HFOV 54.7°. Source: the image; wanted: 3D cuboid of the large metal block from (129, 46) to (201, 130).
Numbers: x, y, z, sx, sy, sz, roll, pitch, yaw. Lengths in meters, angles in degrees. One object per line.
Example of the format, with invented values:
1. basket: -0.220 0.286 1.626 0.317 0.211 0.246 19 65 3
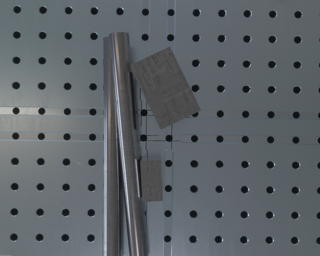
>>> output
1. large metal block: 0.006 -0.045 0.386 0.050 0.080 0.080 -26 90 0

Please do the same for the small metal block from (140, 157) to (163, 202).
1. small metal block: -0.010 0.064 0.401 0.025 0.050 0.050 -3 90 0

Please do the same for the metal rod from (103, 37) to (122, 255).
1. metal rod: -0.063 0.031 0.412 0.025 0.025 0.298 0 90 0

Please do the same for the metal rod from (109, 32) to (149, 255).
1. metal rod: -0.039 0.031 0.400 0.025 0.025 0.298 -5 95 0
